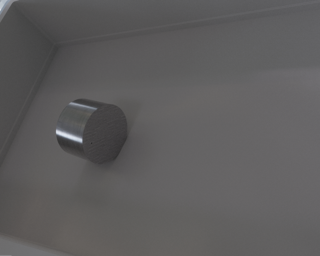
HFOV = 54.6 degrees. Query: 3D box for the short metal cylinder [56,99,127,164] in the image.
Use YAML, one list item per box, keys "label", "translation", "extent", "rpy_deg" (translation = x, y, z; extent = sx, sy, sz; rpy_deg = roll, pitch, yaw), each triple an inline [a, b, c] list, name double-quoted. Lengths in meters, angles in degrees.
- label: "short metal cylinder"
  translation: [-0.090, 0.003, 0.417]
  extent: [0.050, 0.080, 0.080]
  rpy_deg: [14, 69, 34]
